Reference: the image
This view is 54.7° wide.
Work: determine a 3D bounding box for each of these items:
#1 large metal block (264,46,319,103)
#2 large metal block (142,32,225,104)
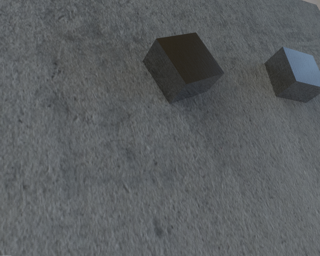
[{"bbox_3d":[0.258,-0.100,0.591,0.081,0.050,0.080,7,59,-25],"label":"large metal block"},{"bbox_3d":[0.035,-0.091,0.464,0.081,0.050,0.080,-21,73,-36],"label":"large metal block"}]
